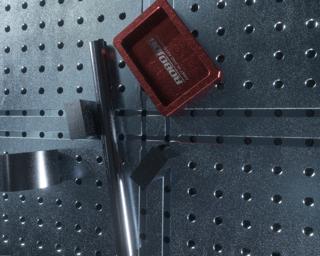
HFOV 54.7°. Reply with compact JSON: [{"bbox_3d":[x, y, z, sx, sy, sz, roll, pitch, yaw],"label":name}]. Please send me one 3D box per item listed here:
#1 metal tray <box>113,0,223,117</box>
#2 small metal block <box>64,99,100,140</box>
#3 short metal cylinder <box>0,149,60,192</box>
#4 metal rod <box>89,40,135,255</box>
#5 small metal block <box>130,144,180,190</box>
[{"bbox_3d":[0.009,-0.090,0.406,0.090,0.030,0.130,-37,79,16],"label":"metal tray"},{"bbox_3d":[-0.105,-0.011,0.435,0.025,0.050,0.050,-13,86,19],"label":"small metal block"},{"bbox_3d":[-0.188,0.060,0.448,0.080,0.080,0.050,-6,88,19],"label":"short metal cylinder"},{"bbox_3d":[-0.068,0.026,0.435,0.025,0.025,0.298,-9,87,19],"label":"metal rod"},{"bbox_3d":[-0.006,0.049,0.400,0.025,0.050,0.050,40,102,15],"label":"small metal block"}]
